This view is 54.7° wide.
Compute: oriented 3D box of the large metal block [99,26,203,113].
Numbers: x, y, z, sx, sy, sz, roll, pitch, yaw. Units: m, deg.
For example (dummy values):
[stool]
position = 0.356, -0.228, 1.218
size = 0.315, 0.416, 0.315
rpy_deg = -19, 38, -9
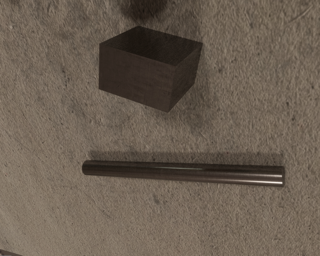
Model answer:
[large metal block]
position = -0.009, -0.067, 0.333
size = 0.080, 0.080, 0.050
rpy_deg = 20, 126, 16

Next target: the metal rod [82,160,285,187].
[metal rod]
position = 0.013, 0.061, 0.436
size = 0.300, 0.025, 0.025
rpy_deg = -2, 118, 28
